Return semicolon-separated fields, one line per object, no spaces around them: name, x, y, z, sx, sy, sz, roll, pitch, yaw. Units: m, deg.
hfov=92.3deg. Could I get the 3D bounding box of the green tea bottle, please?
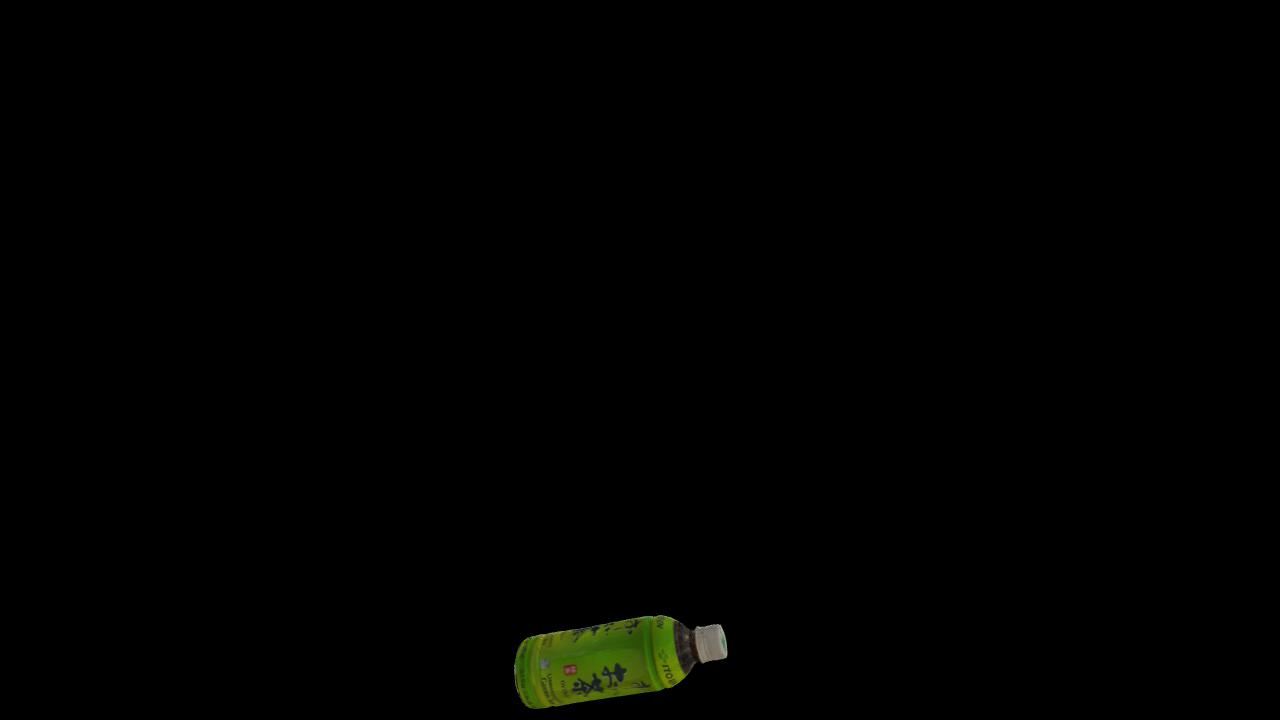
green tea bottle;-0.018;0.299;0.618;0.212;0.073;0.073;-16;-3;11
